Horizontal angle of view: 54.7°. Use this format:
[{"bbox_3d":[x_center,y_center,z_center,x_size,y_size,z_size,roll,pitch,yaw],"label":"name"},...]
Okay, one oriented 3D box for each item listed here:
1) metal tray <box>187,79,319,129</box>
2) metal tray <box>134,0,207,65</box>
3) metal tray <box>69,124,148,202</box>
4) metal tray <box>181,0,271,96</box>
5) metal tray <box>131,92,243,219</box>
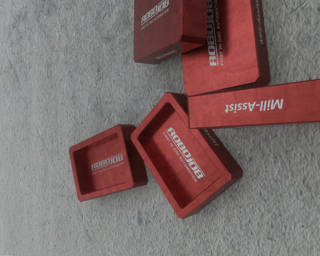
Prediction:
[{"bbox_3d":[0.102,-0.017,0.278,0.130,0.091,0.030,-4,88,40],"label":"metal tray"},{"bbox_3d":[0.006,-0.130,0.363,0.130,0.030,0.089,-178,89,-64],"label":"metal tray"},{"bbox_3d":[-0.083,0.055,0.469,0.130,0.030,0.090,-22,76,37],"label":"metal tray"},{"bbox_3d":[0.067,-0.104,0.346,0.090,0.030,0.129,-8,85,39],"label":"metal tray"},{"bbox_3d":[0.027,0.031,0.379,0.090,0.030,0.130,-48,62,29],"label":"metal tray"}]
